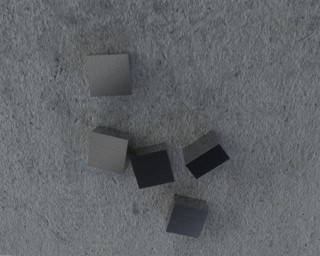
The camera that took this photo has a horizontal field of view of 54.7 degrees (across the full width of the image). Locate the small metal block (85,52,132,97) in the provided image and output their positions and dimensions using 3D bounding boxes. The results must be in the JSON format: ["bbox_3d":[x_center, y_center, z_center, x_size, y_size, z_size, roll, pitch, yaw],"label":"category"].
[{"bbox_3d":[-0.062,-0.067,0.384,0.050,0.025,0.050,-3,110,1],"label":"small metal block"}]

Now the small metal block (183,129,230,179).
[{"bbox_3d":[0.059,0.034,0.409,0.050,0.050,0.025,-34,107,11],"label":"small metal block"}]

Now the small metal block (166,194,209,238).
[{"bbox_3d":[0.039,0.130,0.458,0.050,0.025,0.050,13,110,-5],"label":"small metal block"}]

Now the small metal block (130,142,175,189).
[{"bbox_3d":[-0.010,0.052,0.429,0.050,0.025,0.050,-13,110,4],"label":"small metal block"}]

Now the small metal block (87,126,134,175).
[{"bbox_3d":[-0.066,0.029,0.415,0.050,0.025,0.050,13,110,7],"label":"small metal block"}]
